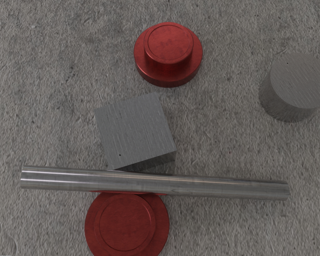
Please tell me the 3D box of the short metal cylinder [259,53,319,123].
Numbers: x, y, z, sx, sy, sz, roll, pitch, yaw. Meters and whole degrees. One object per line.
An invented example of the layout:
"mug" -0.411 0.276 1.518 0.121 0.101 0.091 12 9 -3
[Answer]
"short metal cylinder" 0.180 -0.053 0.416 0.081 0.050 0.080 0 70 0

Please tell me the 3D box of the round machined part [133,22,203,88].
"round machined part" 0.012 -0.110 0.439 0.099 0.042 0.098 0 70 0

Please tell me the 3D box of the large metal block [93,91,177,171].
"large metal block" -0.031 0.010 0.391 0.081 0.050 0.080 -17 71 -6

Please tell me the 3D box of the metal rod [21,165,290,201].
"metal rod" 0.005 0.064 0.354 0.302 0.025 0.025 5 70 -11

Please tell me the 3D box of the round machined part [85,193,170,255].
"round machined part" -0.038 0.112 0.358 0.099 0.042 0.098 0 70 0
